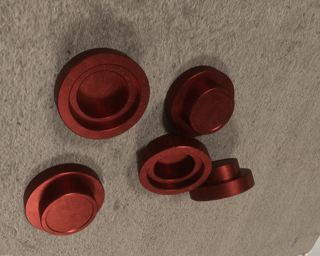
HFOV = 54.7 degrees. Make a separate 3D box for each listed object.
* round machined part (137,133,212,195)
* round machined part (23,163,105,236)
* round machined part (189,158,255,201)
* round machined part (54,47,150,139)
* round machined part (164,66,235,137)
[{"bbox_3d":[0.018,0.045,0.423,0.099,0.042,0.097,-6,132,-6],"label":"round machined part"},{"bbox_3d":[-0.118,0.096,0.392,0.099,0.042,0.097,-14,125,-21],"label":"round machined part"},{"bbox_3d":[0.089,0.074,0.469,0.099,0.098,0.042,-15,89,-21],"label":"round machined part"},{"bbox_3d":[-0.064,-0.040,0.337,0.099,0.042,0.097,-14,125,-21],"label":"round machined part"},{"bbox_3d":[0.059,-0.030,0.412,0.099,0.042,0.097,-14,124,-21],"label":"round machined part"}]
